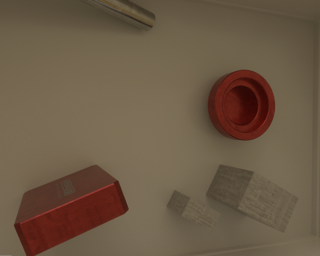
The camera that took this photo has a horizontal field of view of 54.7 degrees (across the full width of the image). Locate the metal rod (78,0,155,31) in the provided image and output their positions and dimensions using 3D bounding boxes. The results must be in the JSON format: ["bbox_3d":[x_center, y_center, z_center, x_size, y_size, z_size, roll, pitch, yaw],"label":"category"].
[{"bbox_3d":[-0.121,-0.158,0.302,0.302,0.025,0.025,10,87,-44],"label":"metal rod"}]

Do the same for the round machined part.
[{"bbox_3d":[0.112,-0.031,0.444,0.099,0.042,0.097,0,90,-21],"label":"round machined part"}]

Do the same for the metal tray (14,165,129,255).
[{"bbox_3d":[-0.094,0.075,0.321,0.091,0.130,0.030,-21,98,-19],"label":"metal tray"}]

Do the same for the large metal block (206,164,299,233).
[{"bbox_3d":[0.125,0.095,0.429,0.080,0.080,0.050,30,80,-18],"label":"large metal block"}]

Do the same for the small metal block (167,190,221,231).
[{"bbox_3d":[0.044,0.110,0.415,0.050,0.050,0.025,31,80,-18],"label":"small metal block"}]
